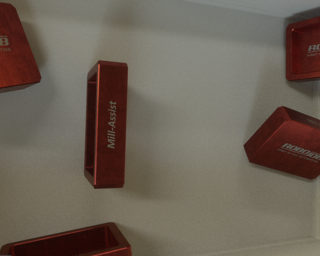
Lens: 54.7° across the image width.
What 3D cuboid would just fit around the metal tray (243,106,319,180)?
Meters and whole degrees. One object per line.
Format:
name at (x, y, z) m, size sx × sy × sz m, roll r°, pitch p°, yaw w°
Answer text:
metal tray at (0.203, 0.026, 0.456) m, size 0.131 × 0.030 × 0.089 m, roll 17°, pitch 129°, yaw -20°

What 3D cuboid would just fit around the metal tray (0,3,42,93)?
metal tray at (-0.186, -0.075, 0.296) m, size 0.131 × 0.030 × 0.090 m, roll -31°, pitch 105°, yaw -61°

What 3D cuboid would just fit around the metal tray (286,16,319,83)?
metal tray at (0.251, -0.118, 0.448) m, size 0.030 × 0.130 × 0.089 m, roll 0°, pitch 90°, yaw -39°

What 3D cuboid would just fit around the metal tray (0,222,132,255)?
metal tray at (-0.104, 0.143, 0.338) m, size 0.131 × 0.090 × 0.030 m, roll -6°, pitch 93°, yaw -20°

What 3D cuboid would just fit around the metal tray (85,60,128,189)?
metal tray at (-0.064, -0.003, 0.352) m, size 0.030 × 0.090 × 0.129 m, roll 2°, pitch 90°, yaw -20°
